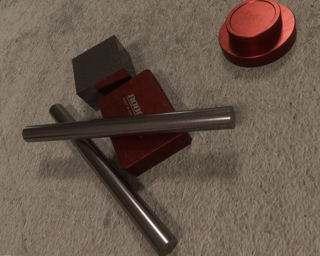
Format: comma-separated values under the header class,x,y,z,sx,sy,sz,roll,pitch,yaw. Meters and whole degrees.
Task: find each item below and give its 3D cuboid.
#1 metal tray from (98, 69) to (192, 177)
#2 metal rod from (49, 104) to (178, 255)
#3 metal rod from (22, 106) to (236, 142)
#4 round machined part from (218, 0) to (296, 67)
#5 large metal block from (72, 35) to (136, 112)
class,x,y,z,sx,sy,sz,roll,pitch,yaw
metal tray,-0.025,-0.011,0.419,0.090,0.030,0.130,-32,52,6
metal rod,-0.080,0.048,0.414,0.025,0.025,0.300,-46,52,-4
metal rod,-0.058,-0.001,0.394,0.301,0.025,0.025,-4,60,25
round machined part,0.125,-0.131,0.408,0.098,0.042,0.098,-13,56,20
large metal block,-0.085,-0.085,0.483,0.080,0.050,0.080,-27,53,11
